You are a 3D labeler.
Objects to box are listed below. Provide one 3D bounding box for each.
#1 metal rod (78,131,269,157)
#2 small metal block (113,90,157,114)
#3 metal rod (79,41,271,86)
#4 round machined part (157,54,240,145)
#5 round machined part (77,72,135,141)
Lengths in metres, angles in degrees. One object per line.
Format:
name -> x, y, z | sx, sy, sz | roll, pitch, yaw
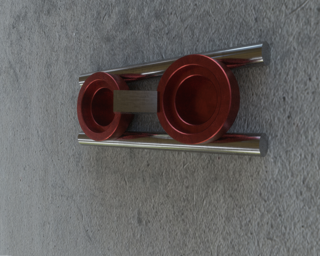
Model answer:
metal rod -> -0.009, 0.017, 0.413 | 0.300, 0.025, 0.025 | 0, 90, 40
small metal block -> -0.031, -0.031, 0.382 | 0.050, 0.050, 0.025 | 178, 93, -83
metal rod -> -0.007, -0.077, 0.412 | 0.300, 0.025, 0.025 | 0, 90, 40
round machined part -> 0.046, -0.031, 0.351 | 0.098, 0.042, 0.097 | 0, 90, 40
round machined part -> -0.074, -0.030, 0.451 | 0.098, 0.042, 0.097 | 0, 90, 40
